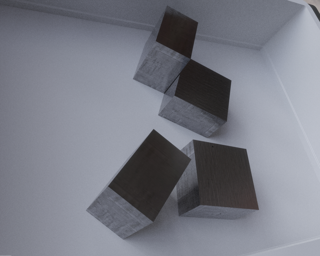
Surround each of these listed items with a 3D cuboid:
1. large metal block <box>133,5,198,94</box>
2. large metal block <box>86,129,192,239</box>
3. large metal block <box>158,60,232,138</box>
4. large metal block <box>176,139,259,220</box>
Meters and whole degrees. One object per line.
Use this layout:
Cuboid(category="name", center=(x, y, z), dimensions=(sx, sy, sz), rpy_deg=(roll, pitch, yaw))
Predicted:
Cuboid(category="large metal block", center=(0.008, -0.111, 0.444), dimensions=(0.050, 0.080, 0.080), rpy_deg=(24, 53, -14))
Cuboid(category="large metal block", center=(-0.023, 0.060, 0.323), dimensions=(0.050, 0.080, 0.080), rpy_deg=(39, 51, -2))
Cuboid(category="large metal block", center=(0.052, -0.044, 0.446), dimensions=(0.080, 0.050, 0.080), rpy_deg=(25, 53, -13))
Cuboid(category="large metal block", center=(0.068, 0.067, 0.387), dimensions=(0.081, 0.050, 0.080), rpy_deg=(11, 57, -23))
